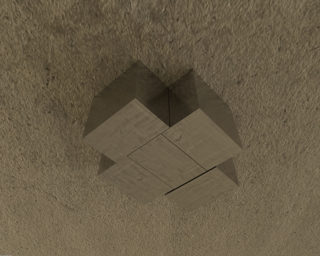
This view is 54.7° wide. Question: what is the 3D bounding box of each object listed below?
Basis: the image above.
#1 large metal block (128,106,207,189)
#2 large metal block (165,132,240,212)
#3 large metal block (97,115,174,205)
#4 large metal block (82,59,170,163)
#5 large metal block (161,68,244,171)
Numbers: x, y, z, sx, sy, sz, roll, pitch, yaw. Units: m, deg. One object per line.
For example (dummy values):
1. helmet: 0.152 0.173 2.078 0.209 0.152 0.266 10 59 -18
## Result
1. large metal block: 0.009 0.015 0.387 0.050 0.080 0.080 -35 122 25
2. large metal block: 0.052 0.054 0.420 0.080 0.080 0.050 -34 122 25
3. large metal block: -0.029 0.041 0.408 0.050 0.080 0.080 -35 122 25
4. large metal block: -0.037 -0.020 0.356 0.080 0.080 0.050 -34 122 25
5. large metal block: 0.047 -0.010 0.365 0.050 0.080 0.080 -35 122 25
